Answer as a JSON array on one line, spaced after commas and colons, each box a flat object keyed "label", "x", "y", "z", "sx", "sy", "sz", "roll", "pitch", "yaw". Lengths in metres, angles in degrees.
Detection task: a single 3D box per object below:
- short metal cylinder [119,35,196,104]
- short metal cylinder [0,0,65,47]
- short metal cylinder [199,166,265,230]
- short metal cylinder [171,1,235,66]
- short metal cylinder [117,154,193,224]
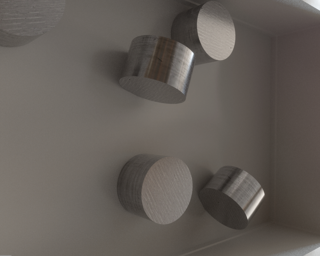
[{"label": "short metal cylinder", "x": -0.002, "y": -0.067, "z": 0.368, "sx": 0.080, "sy": 0.080, "sz": 0.050, "roll": 24, "pitch": 75, "yaw": -38}, {"label": "short metal cylinder", "x": -0.134, "y": -0.117, "z": 0.278, "sx": 0.081, "sy": 0.050, "sz": 0.080, "roll": 0, "pitch": 90, "yaw": -40}, {"label": "short metal cylinder", "x": 0.106, "y": 0.103, "z": 0.460, "sx": 0.050, "sy": 0.080, "sz": 0.080, "roll": -42, "pitch": 116, "yaw": -32}, {"label": "short metal cylinder", "x": 0.062, "y": -0.133, "z": 0.442, "sx": 0.081, "sy": 0.050, "sz": 0.080, "roll": 0, "pitch": 90, "yaw": -40}, {"label": "short metal cylinder", "x": -0.006, "y": 0.073, "z": 0.386, "sx": 0.081, "sy": 0.050, "sz": 0.080, "roll": 0, "pitch": 90, "yaw": -40}]
